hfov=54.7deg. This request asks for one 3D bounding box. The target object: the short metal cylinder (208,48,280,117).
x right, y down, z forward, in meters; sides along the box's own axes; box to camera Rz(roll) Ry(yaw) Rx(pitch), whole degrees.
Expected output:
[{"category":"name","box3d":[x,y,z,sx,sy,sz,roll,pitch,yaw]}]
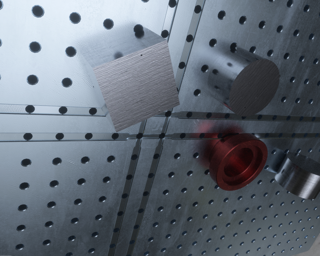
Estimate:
[{"category":"short metal cylinder","box3d":[0.113,-0.062,0.420,0.081,0.050,0.079,-14,125,-21]}]

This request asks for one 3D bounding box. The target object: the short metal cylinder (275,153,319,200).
[{"category":"short metal cylinder","box3d":[0.264,0.088,0.578,0.081,0.080,0.050,5,116,-31]}]

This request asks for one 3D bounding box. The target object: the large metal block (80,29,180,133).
[{"category":"large metal block","box3d":[-0.031,-0.054,0.346,0.081,0.050,0.080,-25,128,-14]}]

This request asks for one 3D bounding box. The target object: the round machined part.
[{"category":"round machined part","box3d":[0.121,0.050,0.500,0.099,0.042,0.097,-14,125,-21]}]
